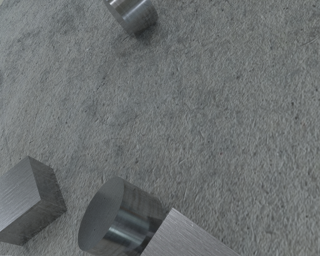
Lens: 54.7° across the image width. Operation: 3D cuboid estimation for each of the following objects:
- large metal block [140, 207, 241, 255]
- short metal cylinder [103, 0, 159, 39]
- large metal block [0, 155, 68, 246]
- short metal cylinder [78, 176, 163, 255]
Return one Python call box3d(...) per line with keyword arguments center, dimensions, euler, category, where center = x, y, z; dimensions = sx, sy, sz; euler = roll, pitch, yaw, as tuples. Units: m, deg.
box3d(center=(0.028, 0.136, 0.290), dimensions=(0.080, 0.050, 0.080), euler=(28, 77, 37), category="large metal block")
box3d(center=(-0.048, -0.196, 0.514), dimensions=(0.050, 0.080, 0.080), euler=(-42, 51, 0), category="short metal cylinder")
box3d(center=(-0.185, 0.099, 0.424), dimensions=(0.080, 0.050, 0.080), euler=(-38, 51, 2), category="large metal block")
box3d(center=(-0.042, 0.099, 0.328), dimensions=(0.080, 0.050, 0.080), euler=(-42, 27, 28), category="short metal cylinder")
